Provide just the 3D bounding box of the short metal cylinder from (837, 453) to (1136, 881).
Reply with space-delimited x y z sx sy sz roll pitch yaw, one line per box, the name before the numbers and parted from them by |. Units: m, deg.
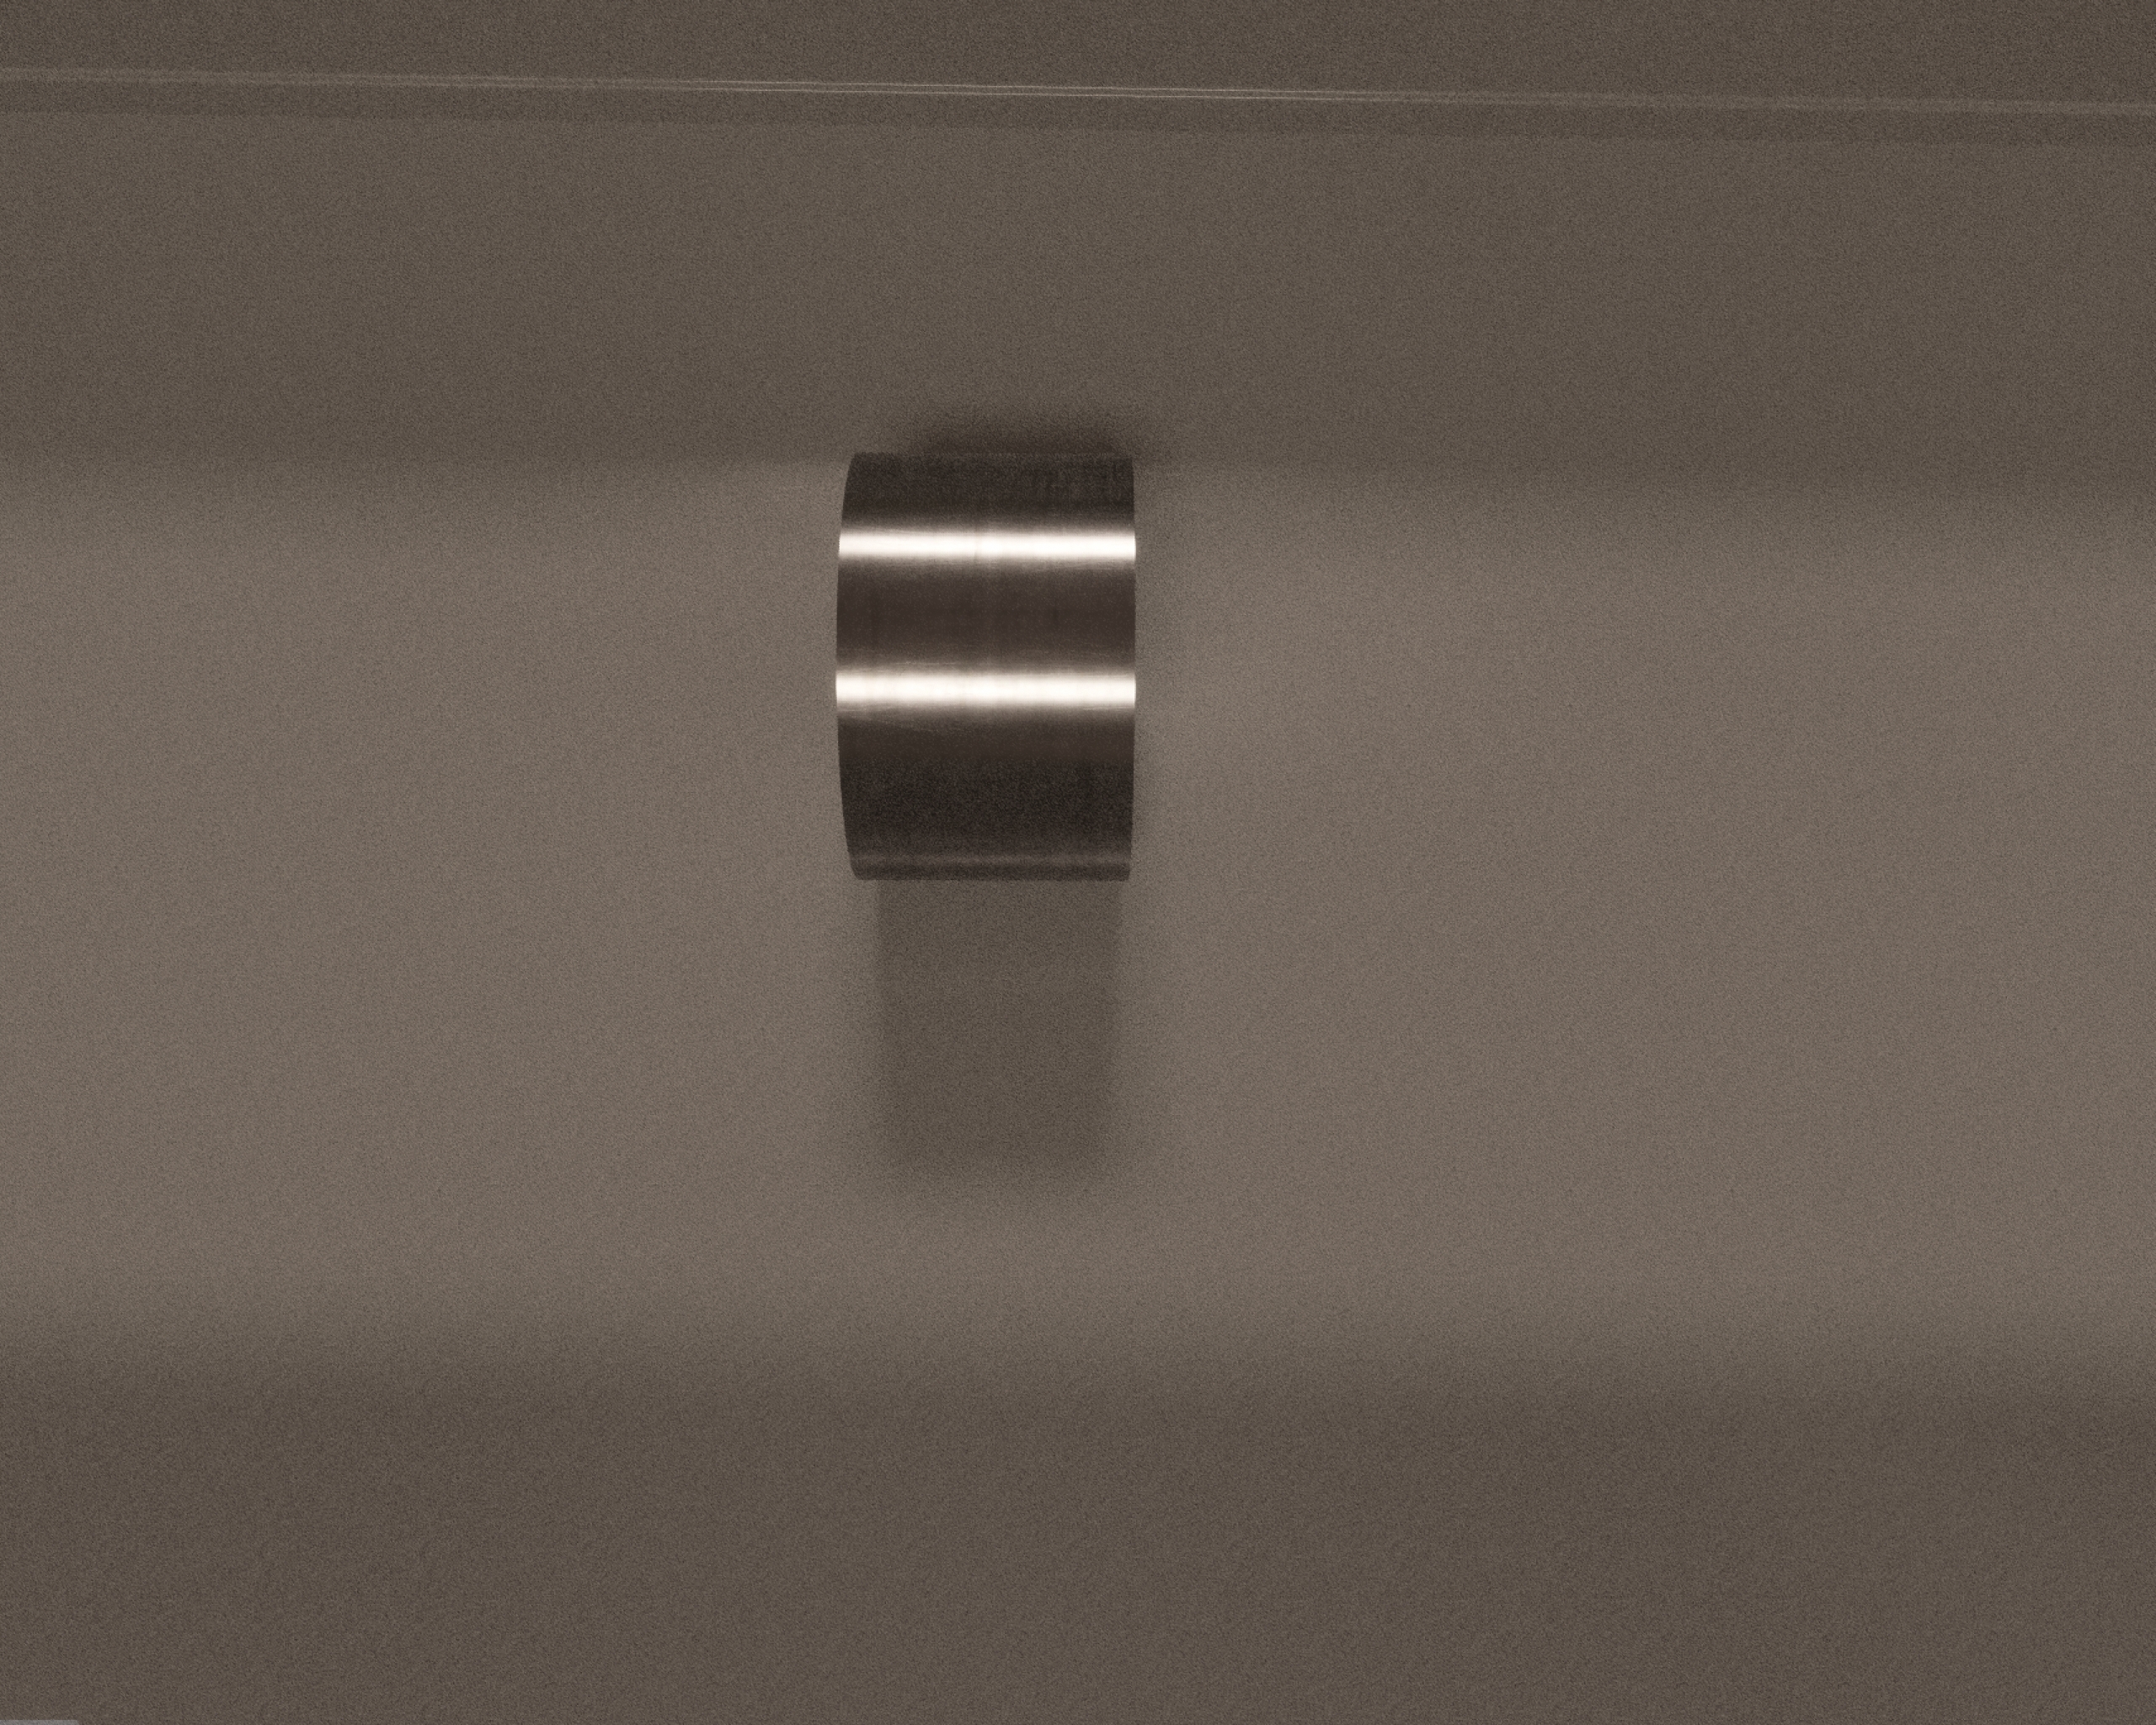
short metal cylinder | -0.016 -0.036 0.391 0.050 0.080 0.080 0 70 0
